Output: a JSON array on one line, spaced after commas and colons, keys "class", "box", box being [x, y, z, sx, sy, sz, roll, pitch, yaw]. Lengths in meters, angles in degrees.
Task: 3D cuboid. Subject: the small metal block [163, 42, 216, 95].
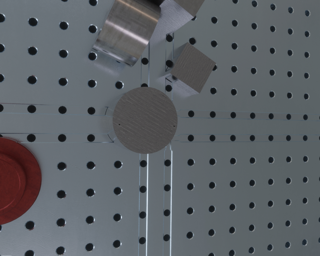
[{"class": "small metal block", "box": [0.041, -0.081, 0.428, 0.050, 0.025, 0.050, 32, 80, -17]}]

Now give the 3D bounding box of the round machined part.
[{"class": "round machined part", "box": [-0.182, 0.059, 0.337, 0.099, 0.042, 0.097, 0, 90, -20]}]

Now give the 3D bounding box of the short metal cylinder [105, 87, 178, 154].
[{"class": "short metal cylinder", "box": [-0.025, -0.009, 0.390, 0.081, 0.050, 0.079, 0, 90, -20]}]

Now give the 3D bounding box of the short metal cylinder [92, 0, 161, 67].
[{"class": "short metal cylinder", "box": [-0.041, -0.120, 0.368, 0.050, 0.080, 0.080, 24, 82, -19]}]

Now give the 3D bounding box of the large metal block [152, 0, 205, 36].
[{"class": "large metal block", "box": [0.006, -0.169, 0.385, 0.080, 0.080, 0.050, 33, 79, -17]}]
